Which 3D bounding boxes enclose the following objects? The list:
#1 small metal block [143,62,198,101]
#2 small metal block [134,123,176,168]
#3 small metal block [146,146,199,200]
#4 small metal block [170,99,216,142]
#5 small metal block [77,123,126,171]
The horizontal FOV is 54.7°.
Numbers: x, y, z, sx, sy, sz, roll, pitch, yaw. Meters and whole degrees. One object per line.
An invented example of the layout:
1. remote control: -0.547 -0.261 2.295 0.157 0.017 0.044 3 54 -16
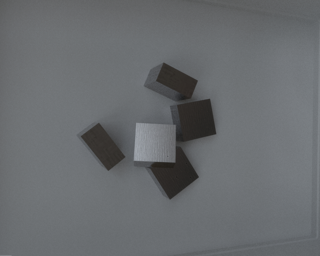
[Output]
1. small metal block: 0.013 -0.058 0.403 0.050 0.050 0.025 24 82 -19
2. small metal block: -0.006 0.022 0.393 0.050 0.025 0.050 3 67 -3
3. small metal block: 0.016 0.059 0.418 0.050 0.025 0.050 -35 102 -17
4. small metal block: 0.046 -0.011 0.429 0.050 0.025 0.050 -12 94 -20
5. small metal block: -0.072 0.021 0.371 0.025 0.050 0.050 -39 103 -16
